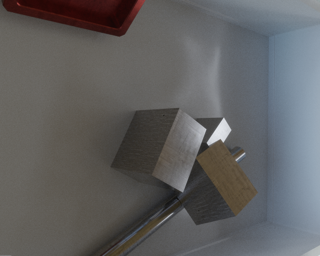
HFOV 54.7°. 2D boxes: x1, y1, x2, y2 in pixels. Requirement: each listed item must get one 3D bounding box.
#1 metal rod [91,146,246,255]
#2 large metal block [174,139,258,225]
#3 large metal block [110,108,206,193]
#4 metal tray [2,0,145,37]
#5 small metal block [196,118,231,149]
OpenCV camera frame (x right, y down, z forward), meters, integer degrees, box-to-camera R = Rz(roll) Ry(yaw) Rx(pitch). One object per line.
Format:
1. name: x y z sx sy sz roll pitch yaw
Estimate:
1. metal rod: 0.027 0.101 0.431 0.302 0.025 0.025 -29 108 -36
2. large metal block: 0.062 0.072 0.399 0.050 0.080 0.080 -31 85 -37
3. large metal block: -0.002 0.024 0.371 0.050 0.080 0.080 36 68 -35
4. metal tray: -0.075 -0.144 0.301 0.131 0.090 0.030 0 54 -40
5. small metal block: 0.067 0.011 0.449 0.050 0.050 0.025 -51 121 -28
